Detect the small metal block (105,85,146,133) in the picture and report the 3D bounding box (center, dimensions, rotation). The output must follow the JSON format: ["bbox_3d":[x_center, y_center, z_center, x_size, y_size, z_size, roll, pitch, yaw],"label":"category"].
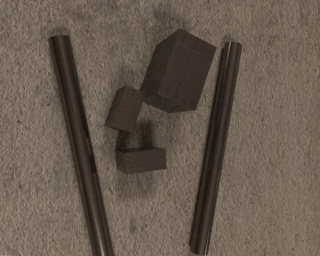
[{"bbox_3d":[-0.044,-0.022,0.380,0.025,0.050,0.050,21,83,-19],"label":"small metal block"}]

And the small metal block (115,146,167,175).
[{"bbox_3d":[-0.025,0.039,0.387,0.050,0.050,0.025,-5,92,-20],"label":"small metal block"}]

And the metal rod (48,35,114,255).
[{"bbox_3d":[-0.092,0.040,0.375,0.025,0.025,0.298,-12,94,-20],"label":"metal rod"}]

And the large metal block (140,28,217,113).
[{"bbox_3d":[0.018,-0.066,0.387,0.050,0.080,0.080,21,83,-19],"label":"large metal block"}]

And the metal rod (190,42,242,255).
[{"bbox_3d":[0.080,0.026,0.440,0.025,0.025,0.298,12,86,-20],"label":"metal rod"}]
